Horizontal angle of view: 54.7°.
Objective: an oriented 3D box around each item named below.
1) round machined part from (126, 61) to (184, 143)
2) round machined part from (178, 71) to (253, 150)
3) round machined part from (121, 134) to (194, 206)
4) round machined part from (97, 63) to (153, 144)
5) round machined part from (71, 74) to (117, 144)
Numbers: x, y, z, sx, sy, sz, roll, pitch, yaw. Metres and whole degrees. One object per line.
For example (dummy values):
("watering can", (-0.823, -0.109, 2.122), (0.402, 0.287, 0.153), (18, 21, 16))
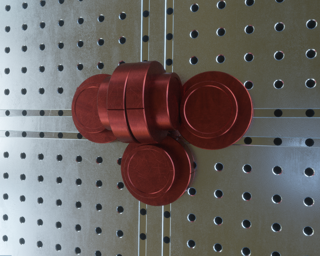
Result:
("round machined part", (0.000, -0.031, 0.367), (0.042, 0.098, 0.097), (-1, 90, 20))
("round machined part", (0.062, -0.022, 0.380), (0.098, 0.042, 0.097), (0, 90, 19))
("round machined part", (-0.007, 0.054, 0.405), (0.098, 0.042, 0.097), (0, 90, 19))
("round machined part", (-0.042, -0.030, 0.381), (0.042, 0.098, 0.097), (1, 91, 20))
("round machined part", (-0.083, -0.027, 0.431), (0.098, 0.042, 0.097), (0, 90, 19))
